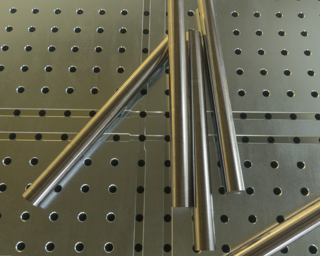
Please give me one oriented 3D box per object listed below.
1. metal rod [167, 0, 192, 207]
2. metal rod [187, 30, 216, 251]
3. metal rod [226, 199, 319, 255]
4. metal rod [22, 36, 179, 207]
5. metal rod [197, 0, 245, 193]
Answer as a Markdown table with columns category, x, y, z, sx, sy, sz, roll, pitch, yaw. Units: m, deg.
| category | x | y | z | sx | sy | sz | roll | pitch | yaw |
| --- | --- | --- | --- | --- | --- | --- | --- | --- | --- |
| metal rod | 0.025 | -0.049 | 0.412 | 0.025 | 0.025 | 0.299 | 0 | 76 | -1 |
| metal rod | 0.051 | 0.002 | 0.411 | 0.025 | 0.025 | 0.299 | -1 | 70 | -1 |
| metal rod | 0.149 | 0.125 | 0.367 | 0.302 | 0.025 | 0.025 | -26 | 73 | -10 |
| metal rod | -0.066 | -0.023 | 0.419 | 0.025 | 0.025 | 0.300 | 36 | 73 | 12 |
| metal rod | 0.082 | -0.061 | 0.434 | 0.025 | 0.025 | 0.299 | -4 | 70 | -2 |
